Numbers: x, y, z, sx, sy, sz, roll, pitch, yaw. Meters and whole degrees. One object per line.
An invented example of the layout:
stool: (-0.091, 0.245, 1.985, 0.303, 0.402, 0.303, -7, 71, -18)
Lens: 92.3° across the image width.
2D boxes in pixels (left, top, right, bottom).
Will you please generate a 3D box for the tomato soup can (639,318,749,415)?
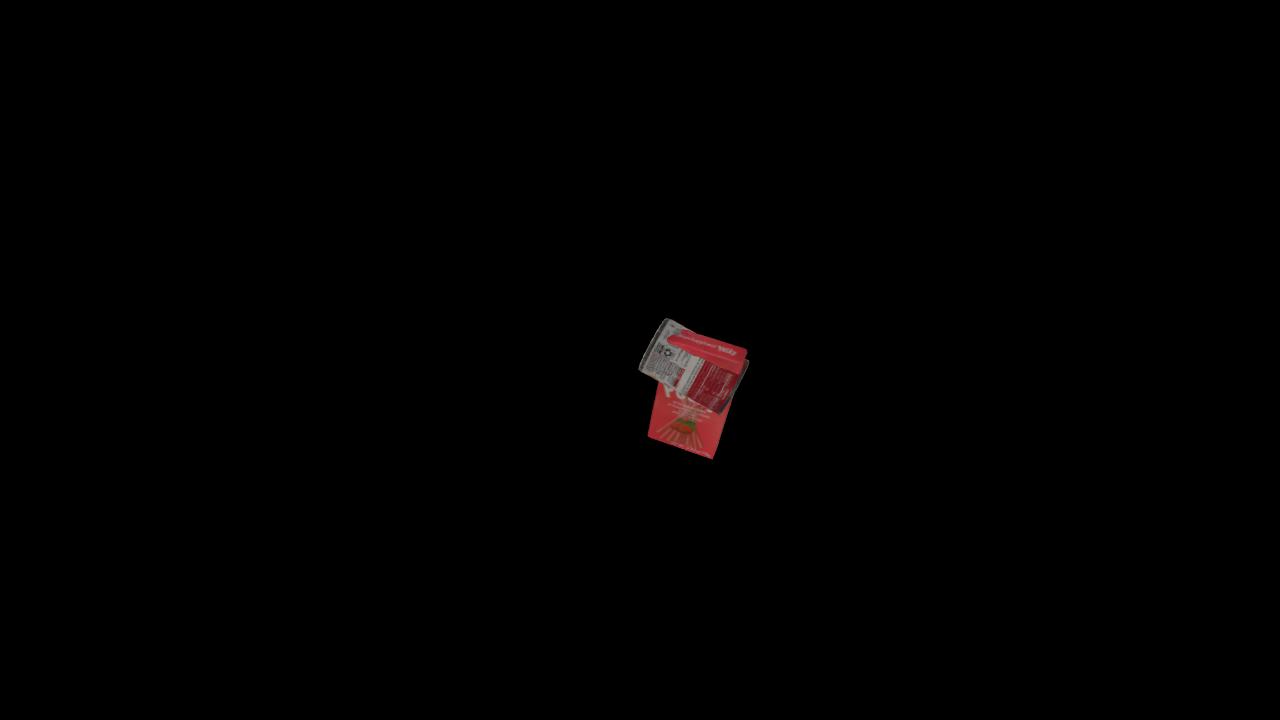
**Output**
tomato soup can: (0.057, 0.007, 0.661, 0.101, 0.068, 0.068, 28, 2, 4)

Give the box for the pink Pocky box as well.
pink Pocky box: (0.060, 0.040, 0.683, 0.084, 0.155, 0.029, 18, 41, 9)
